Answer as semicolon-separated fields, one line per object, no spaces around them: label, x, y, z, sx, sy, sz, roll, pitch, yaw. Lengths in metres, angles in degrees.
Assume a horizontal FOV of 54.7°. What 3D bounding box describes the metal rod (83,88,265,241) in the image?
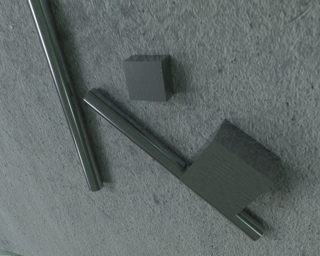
metal rod;0.019;0.049;0.426;0.300;0.025;0.025;39;129;1

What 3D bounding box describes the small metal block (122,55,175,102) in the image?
small metal block;-0.013;-0.060;0.375;0.050;0.025;0.050;5;121;25

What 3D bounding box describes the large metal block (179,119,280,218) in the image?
large metal block;0.083;0.050;0.377;0.080;0.050;0.079;36;129;3

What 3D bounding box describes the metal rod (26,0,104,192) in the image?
metal rod;-0.130;-0.031;0.453;0.025;0.025;0.298;4;121;26
